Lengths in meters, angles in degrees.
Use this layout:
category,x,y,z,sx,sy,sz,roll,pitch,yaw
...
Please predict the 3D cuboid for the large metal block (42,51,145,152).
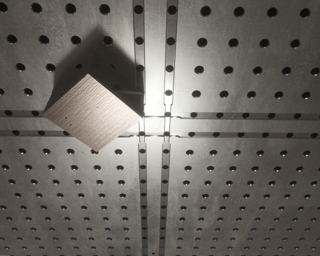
category,x,y,z,sx,sy,sz,roll,pitch,yaw
large metal block,-0.076,-0.029,0.370,0.080,0.050,0.080,-35,123,25
